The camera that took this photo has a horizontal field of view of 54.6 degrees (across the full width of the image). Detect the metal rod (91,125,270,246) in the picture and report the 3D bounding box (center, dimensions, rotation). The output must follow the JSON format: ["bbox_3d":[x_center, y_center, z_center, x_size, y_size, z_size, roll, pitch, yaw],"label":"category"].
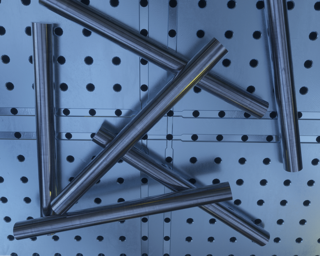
[{"bbox_3d":[0.037,0.088,0.445,0.301,0.025,0.025,34,107,-12],"label":"metal rod"}]

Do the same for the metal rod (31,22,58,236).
[{"bbox_3d":[-0.153,0.015,0.417,0.025,0.025,0.298,5,110,-2],"label":"metal rod"}]

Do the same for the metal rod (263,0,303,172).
[{"bbox_3d":[0.151,-0.080,0.384,0.025,0.025,0.298,-13,110,5],"label":"metal rod"}]

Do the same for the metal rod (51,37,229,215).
[{"bbox_3d":[-0.035,0.007,0.387,0.025,0.025,0.299,42,105,-14],"label":"metal rod"}]

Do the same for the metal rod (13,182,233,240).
[{"bbox_3d":[-0.053,0.115,0.427,0.301,0.025,0.025,-12,110,4],"label":"metal rod"}]

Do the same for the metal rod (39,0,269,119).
[{"bbox_3d":[0.001,-0.088,0.380,0.301,0.025,0.025,26,108,-9],"label":"metal rod"}]
